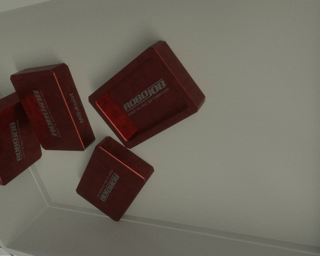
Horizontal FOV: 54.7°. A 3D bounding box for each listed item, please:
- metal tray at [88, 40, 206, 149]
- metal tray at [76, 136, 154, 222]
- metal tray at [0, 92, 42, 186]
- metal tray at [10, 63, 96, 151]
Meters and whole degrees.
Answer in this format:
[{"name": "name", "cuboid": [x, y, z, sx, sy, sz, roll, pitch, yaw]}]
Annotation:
[{"name": "metal tray", "cuboid": [-0.020, -0.036, 0.392, 0.130, 0.030, 0.090, -30, 102, 37]}, {"name": "metal tray", "cuboid": [-0.076, 0.085, 0.496, 0.090, 0.030, 0.129, 35, 129, 4]}, {"name": "metal tray", "cuboid": [-0.242, 0.017, 0.501, 0.030, 0.090, 0.129, 18, 126, 17]}, {"name": "metal tray", "cuboid": [-0.161, -0.028, 0.471, 0.090, 0.030, 0.129, -1, 118, 28]}]
